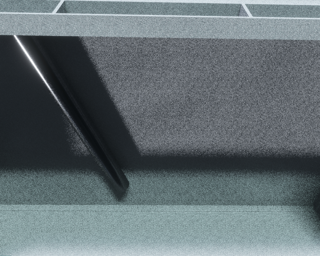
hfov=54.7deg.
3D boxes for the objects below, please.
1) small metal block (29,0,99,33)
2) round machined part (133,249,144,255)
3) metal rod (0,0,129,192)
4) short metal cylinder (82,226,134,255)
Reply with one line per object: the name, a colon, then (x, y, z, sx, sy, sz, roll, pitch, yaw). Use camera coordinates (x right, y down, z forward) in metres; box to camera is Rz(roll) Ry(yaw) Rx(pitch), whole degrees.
small metal block: (-0.088, -0.113, 0.295, 0.050, 0.050, 0.025, -1, 130, 0)
round machined part: (-0.072, 0.272, 0.607, 0.098, 0.098, 0.042, -11, 95, 9)
metal rod: (-0.106, -0.017, 0.392, 0.025, 0.025, 0.299, -14, 129, 11)
short metal cylinder: (-0.096, 0.230, 0.570, 0.080, 0.080, 0.050, -17, 128, 13)
